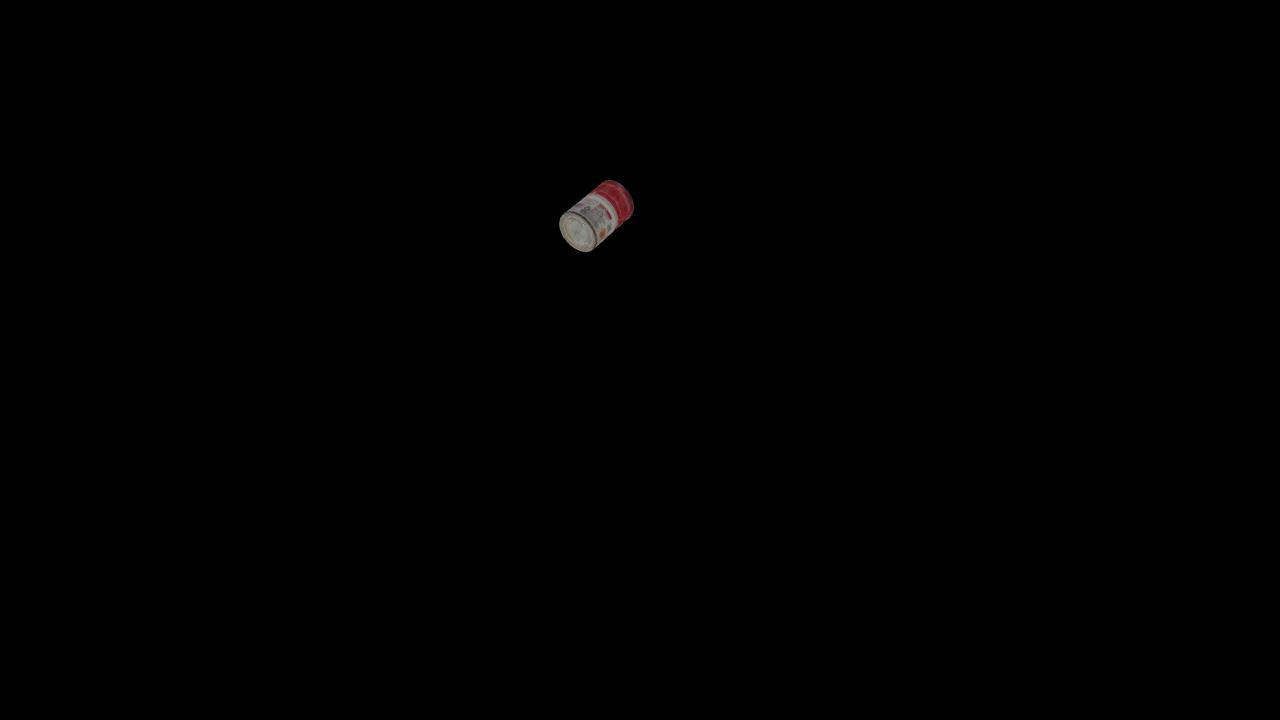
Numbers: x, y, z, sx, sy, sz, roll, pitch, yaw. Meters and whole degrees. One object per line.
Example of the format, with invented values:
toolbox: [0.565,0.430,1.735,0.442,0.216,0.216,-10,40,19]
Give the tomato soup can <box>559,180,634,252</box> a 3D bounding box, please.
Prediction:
tomato soup can: [-0.064,-0.213,0.911,0.068,0.068,0.101,0,39,43]
